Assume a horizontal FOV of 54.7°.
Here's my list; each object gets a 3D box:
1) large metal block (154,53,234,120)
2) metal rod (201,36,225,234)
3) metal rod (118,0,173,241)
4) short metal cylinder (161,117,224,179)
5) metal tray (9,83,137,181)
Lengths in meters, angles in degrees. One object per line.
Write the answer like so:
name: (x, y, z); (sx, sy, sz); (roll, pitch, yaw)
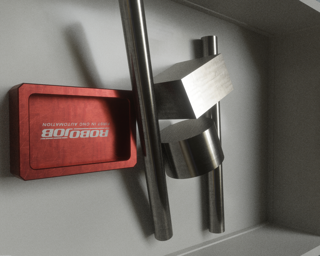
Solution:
large metal block: (0.034, -0.052, 0.401); (0.080, 0.080, 0.050); (-37, 113, -34)
metal rod: (0.082, 0.011, 0.477); (0.025, 0.025, 0.298); (-5, 93, -40)
metal rod: (-0.013, 0.004, 0.364); (0.025, 0.025, 0.298); (-23, 115, -38)
short metal cylinder: (0.038, 0.024, 0.405); (0.081, 0.080, 0.050); (-30, 109, -36)
metal tray: (-0.087, 0.002, 0.331); (0.131, 0.030, 0.089); (-1, 91, -40)
